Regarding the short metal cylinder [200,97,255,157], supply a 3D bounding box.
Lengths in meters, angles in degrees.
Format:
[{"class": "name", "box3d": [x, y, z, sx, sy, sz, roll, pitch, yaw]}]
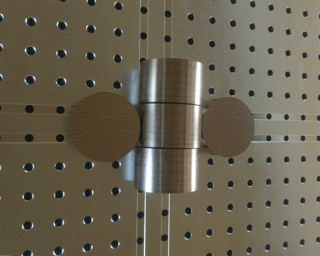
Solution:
[{"class": "short metal cylinder", "box3d": [0.082, -0.001, 0.430, 0.081, 0.050, 0.079, 0, 90, -21]}]

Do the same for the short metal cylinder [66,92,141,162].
[{"class": "short metal cylinder", "box3d": [-0.069, -0.001, 0.374, 0.081, 0.050, 0.079, 0, 90, -21]}]

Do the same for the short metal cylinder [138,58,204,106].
[{"class": "short metal cylinder", "box3d": [0.014, -0.054, 0.389, 0.081, 0.080, 0.050, 3, 89, -20]}]

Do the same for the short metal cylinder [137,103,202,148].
[{"class": "short metal cylinder", "box3d": [0.012, -0.002, 0.388, 0.081, 0.080, 0.050, 2, 90, -20]}]

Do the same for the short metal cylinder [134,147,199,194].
[{"class": "short metal cylinder", "box3d": [0.008, 0.049, 0.387, 0.081, 0.080, 0.050, 1, 90, -20]}]
